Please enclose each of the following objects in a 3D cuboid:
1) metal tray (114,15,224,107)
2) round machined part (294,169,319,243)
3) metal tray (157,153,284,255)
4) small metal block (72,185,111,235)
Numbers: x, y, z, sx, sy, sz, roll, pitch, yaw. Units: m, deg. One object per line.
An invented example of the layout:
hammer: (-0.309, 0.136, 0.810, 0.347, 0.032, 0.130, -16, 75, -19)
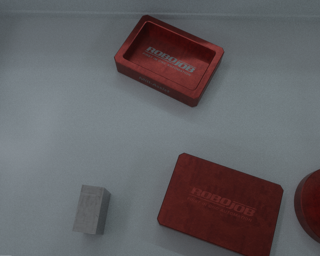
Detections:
metal tray: (0.013, -0.097, 0.442, 0.130, 0.030, 0.090, 27, 72, 9)
round machined part: (0.218, 0.093, 0.369, 0.099, 0.042, 0.098, 0, 70, -1)
metal tray: (0.072, 0.094, 0.374, 0.131, 0.030, 0.090, 18, 71, 6)
small metal block: (-0.078, 0.096, 0.360, 0.025, 0.050, 0.050, 7, 70, 2)
